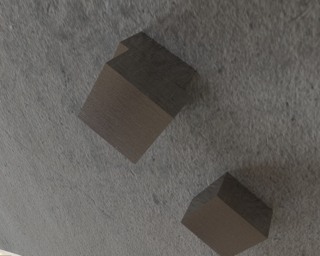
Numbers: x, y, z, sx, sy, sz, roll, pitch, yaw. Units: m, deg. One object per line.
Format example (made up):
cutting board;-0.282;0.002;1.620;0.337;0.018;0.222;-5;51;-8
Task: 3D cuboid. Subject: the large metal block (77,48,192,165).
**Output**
large metal block;-0.028;-0.022;0.326;0.080;0.050;0.080;40;129;1

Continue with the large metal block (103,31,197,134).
large metal block;-0.017;-0.052;0.366;0.080;0.050;0.079;37;129;3

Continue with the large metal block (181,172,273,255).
large metal block;0.089;0.119;0.417;0.080;0.050;0.080;40;129;0
